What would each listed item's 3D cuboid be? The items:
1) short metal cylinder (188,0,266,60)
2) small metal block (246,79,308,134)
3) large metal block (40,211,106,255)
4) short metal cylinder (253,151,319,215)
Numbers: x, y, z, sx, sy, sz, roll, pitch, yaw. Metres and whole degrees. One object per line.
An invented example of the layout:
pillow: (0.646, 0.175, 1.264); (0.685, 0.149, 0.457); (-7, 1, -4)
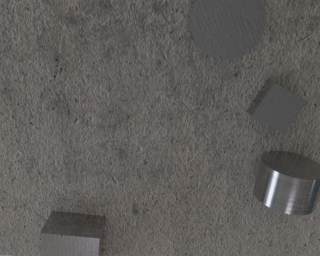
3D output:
short metal cylinder: (0.073, -0.122, 0.352); (0.081, 0.050, 0.079); (0, 110, 0)
small metal block: (0.150, -0.028, 0.401); (0.050, 0.025, 0.050); (26, 108, -10)
large metal block: (-0.128, 0.176, 0.460); (0.081, 0.050, 0.079); (6, 110, -3)
short metal cylinder: (0.169, 0.070, 0.408); (0.081, 0.080, 0.050); (5, 110, -2)
